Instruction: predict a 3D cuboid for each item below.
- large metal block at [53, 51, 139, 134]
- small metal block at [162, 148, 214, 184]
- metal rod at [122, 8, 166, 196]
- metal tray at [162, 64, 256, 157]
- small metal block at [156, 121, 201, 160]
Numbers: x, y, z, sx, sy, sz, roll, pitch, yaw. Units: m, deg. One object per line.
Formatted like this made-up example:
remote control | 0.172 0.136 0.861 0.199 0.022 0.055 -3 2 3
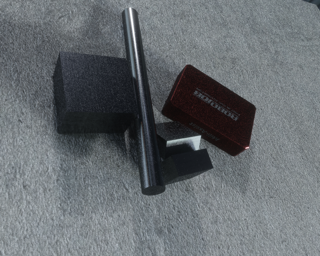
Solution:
large metal block | -0.079 -0.040 0.371 0.081 0.050 0.080 0 62 -29
small metal block | 0.027 0.048 0.373 0.050 0.050 0.025 -8 72 -32
metal rod | -0.027 -0.057 0.405 0.025 0.025 0.299 8 52 -24
metal tray | 0.076 -0.027 0.460 0.130 0.030 0.090 31 52 -9
small metal block | 0.014 0.014 0.388 0.050 0.025 0.050 -8 26 -32
